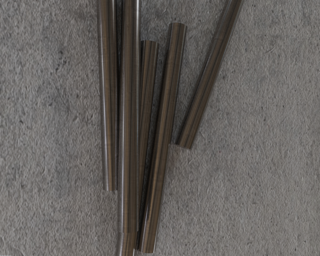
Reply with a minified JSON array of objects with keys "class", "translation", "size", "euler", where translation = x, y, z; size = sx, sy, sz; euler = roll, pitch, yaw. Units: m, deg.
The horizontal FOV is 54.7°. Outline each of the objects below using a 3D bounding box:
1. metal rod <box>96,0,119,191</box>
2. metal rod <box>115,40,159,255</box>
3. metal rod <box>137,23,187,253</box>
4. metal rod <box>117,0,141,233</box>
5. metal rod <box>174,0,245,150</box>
[{"class":"metal rod","translation":[-0.063,-0.073,0.385],"size":[0.025,0.025,0.298],"euler":[-2,91,-20]},{"class":"metal rod","translation":[-0.030,0.038,0.397],"size":[0.025,0.025,0.298],"euler":[7,88,-20]},{"class":"metal rod","translation":[0.003,0.010,0.409],"size":[0.025,0.025,0.298],"euler":[9,87,-20]},{"class":"metal rod","translation":[-0.037,-0.029,0.378],"size":[0.025,0.025,0.298],"euler":[2,84,-20]},{"class":"metal rod","translation":[0.082,-0.113,0.438],"size":[0.025,0.025,0.299],"euler":[23,82,-19]}]
